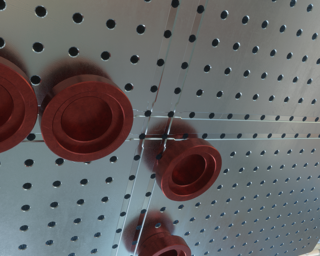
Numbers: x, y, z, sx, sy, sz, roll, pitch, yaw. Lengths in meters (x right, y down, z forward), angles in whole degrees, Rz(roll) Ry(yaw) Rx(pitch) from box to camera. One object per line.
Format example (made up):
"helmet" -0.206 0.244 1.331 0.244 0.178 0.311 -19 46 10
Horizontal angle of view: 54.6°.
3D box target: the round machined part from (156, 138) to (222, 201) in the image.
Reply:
"round machined part" 0.038 0.056 0.455 0.099 0.042 0.097 -14 124 -21

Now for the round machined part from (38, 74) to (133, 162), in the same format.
"round machined part" -0.083 -0.014 0.346 0.099 0.042 0.097 -14 124 -21

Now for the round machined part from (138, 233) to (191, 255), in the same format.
"round machined part" 0.001 0.222 0.537 0.099 0.042 0.097 -14 124 -21

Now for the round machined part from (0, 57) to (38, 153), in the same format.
"round machined part" -0.170 -0.025 0.292 0.099 0.042 0.097 -14 124 -21
